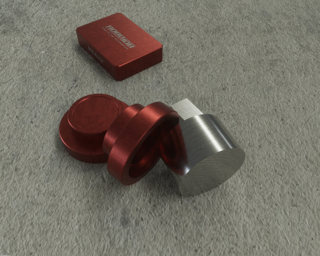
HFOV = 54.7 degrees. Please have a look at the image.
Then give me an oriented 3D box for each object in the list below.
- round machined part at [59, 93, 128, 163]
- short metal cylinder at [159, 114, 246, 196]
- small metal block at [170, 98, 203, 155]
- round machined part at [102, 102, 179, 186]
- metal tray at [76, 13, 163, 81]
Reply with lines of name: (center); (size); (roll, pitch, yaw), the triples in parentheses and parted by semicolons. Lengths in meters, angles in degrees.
round machined part: (-0.079, -0.006, 0.397); (0.099, 0.042, 0.098); (0, 50, 0)
short metal cylinder: (0.046, 0.031, 0.343); (0.081, 0.080, 0.050); (-19, 53, -16)
small metal block: (0.037, 0.000, 0.388); (0.025, 0.050, 0.050); (-27, 55, -22)
round machined part: (-0.025, 0.012, 0.344); (0.042, 0.097, 0.098); (35, 58, 19)
metal tray: (-0.068, -0.139, 0.516); (0.091, 0.030, 0.130); (-30, 57, -24)
